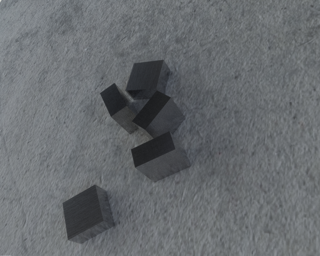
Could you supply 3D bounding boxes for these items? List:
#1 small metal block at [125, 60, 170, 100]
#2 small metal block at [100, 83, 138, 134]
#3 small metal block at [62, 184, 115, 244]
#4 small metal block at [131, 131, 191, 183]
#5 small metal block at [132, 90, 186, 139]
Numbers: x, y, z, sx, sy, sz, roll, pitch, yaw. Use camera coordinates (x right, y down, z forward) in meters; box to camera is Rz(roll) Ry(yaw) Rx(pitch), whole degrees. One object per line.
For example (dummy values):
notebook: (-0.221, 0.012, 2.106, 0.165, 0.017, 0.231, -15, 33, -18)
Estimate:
small metal block: (-0.017, -0.070, 0.454, 0.050, 0.025, 0.050, -1, 61, 27)
small metal block: (-0.052, -0.027, 0.430, 0.025, 0.050, 0.050, -35, 52, 5)
small metal block: (-0.089, 0.107, 0.383, 0.050, 0.025, 0.050, -30, 52, 8)
small metal block: (0.002, 0.035, 0.364, 0.050, 0.050, 0.025, -26, 53, 12)
small metal block: (0.000, -0.011, 0.393, 0.025, 0.050, 0.050, 31, 79, 37)
